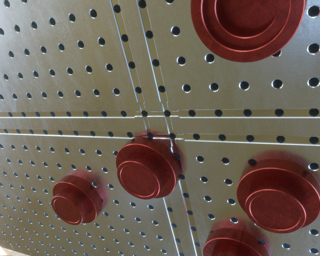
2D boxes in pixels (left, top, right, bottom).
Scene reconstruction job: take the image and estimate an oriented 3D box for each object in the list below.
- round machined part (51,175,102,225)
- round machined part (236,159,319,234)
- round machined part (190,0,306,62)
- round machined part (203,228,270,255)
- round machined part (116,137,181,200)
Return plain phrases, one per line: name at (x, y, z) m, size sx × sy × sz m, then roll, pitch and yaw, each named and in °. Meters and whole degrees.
round machined part at (-0.159, 0.139, 0.571) m, size 0.098 × 0.042 × 0.097 m, roll 13°, pitch 124°, yaw 21°
round machined part at (0.143, 0.090, 0.380) m, size 0.098 × 0.042 × 0.097 m, roll 13°, pitch 124°, yaw 21°
round machined part at (0.082, -0.114, 0.287) m, size 0.098 × 0.042 × 0.097 m, roll 13°, pitch 124°, yaw 21°
round machined part at (0.111, 0.203, 0.467) m, size 0.098 × 0.042 × 0.097 m, roll 13°, pitch 124°, yaw 21°
round machined part at (-0.023, 0.065, 0.453) m, size 0.098 × 0.042 × 0.097 m, roll 13°, pitch 124°, yaw 21°
